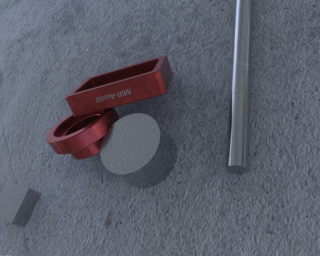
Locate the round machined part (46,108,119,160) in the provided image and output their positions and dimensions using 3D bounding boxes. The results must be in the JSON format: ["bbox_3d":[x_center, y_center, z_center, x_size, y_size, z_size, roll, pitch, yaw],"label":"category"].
[{"bbox_3d":[-0.100,0.006,0.424,0.098,0.042,0.098,-21,25,11],"label":"round machined part"}]

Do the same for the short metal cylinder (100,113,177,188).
[{"bbox_3d":[-0.026,0.029,0.384,0.080,0.050,0.080,-13,56,21],"label":"short metal cylinder"}]

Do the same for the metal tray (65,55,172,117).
[{"bbox_3d":[-0.053,-0.059,0.428,0.130,0.030,0.090,-13,23,14],"label":"metal tray"}]

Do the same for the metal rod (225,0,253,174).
[{"bbox_3d":[0.106,-0.086,0.401,0.025,0.025,0.300,-4,60,26],"label":"metal rod"}]

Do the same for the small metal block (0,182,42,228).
[{"bbox_3d":[-0.207,0.110,0.445,0.050,0.025,0.050,5,64,30],"label":"small metal block"}]
